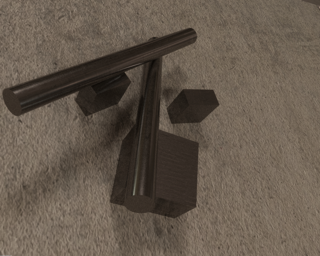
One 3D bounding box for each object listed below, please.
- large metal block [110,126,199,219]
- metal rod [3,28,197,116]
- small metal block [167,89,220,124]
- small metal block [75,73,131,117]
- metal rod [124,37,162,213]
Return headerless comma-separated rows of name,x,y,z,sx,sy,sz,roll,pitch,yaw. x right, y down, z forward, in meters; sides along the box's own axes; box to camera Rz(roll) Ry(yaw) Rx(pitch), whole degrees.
large metal block,-0.004,0.050,0.356,0.081,0.050,0.080,19,54,-18
metal rod,-0.039,-0.082,0.370,0.025,0.025,0.302,49,44,6
small metal block,0.045,-0.030,0.432,0.050,0.050,0.025,-3,64,-30
small metal block,-0.070,-0.045,0.379,0.050,0.050,0.025,-28,78,-37
metal rod,-0.012,-0.034,0.367,0.025,0.025,0.300,22,37,-16
